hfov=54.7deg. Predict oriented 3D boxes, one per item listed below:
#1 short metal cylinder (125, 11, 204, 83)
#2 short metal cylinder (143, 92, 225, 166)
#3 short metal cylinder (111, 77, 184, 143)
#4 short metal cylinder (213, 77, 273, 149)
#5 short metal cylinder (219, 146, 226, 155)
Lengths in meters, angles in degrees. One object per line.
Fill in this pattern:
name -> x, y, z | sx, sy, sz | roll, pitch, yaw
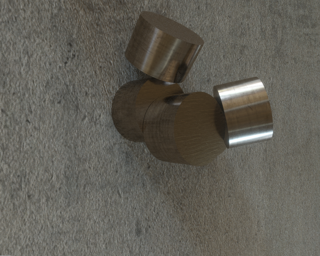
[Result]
short metal cylinder -> 0.005, -0.096, 0.368 | 0.081, 0.080, 0.050 | 0, 129, -40
short metal cylinder -> 0.028, 0.001, 0.350 | 0.081, 0.050, 0.079 | 0, 90, -40
short metal cylinder -> -0.012, -0.021, 0.381 | 0.081, 0.050, 0.079 | 0, 90, -40
short metal cylinder -> 0.100, -0.019, 0.382 | 0.050, 0.080, 0.079 | -12, 101, 4
short metal cylinder -> 0.057, -0.001, 0.440 | 0.081, 0.050, 0.079 | 0, 90, -40
